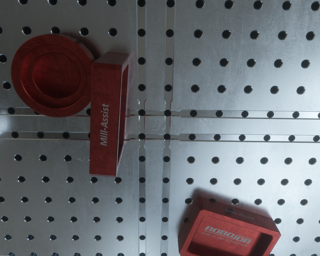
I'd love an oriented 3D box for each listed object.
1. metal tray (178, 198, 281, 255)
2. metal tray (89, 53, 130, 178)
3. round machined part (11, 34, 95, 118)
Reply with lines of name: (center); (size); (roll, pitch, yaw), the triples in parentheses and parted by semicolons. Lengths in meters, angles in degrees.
metal tray: (0.103, 0.168, 0.474); (0.131, 0.030, 0.089); (19, 109, -8)
metal tray: (-0.059, -0.018, 0.371); (0.030, 0.090, 0.129); (5, 110, -2)
round machined part: (-0.123, -0.065, 0.379); (0.099, 0.042, 0.097); (0, 110, -1)
